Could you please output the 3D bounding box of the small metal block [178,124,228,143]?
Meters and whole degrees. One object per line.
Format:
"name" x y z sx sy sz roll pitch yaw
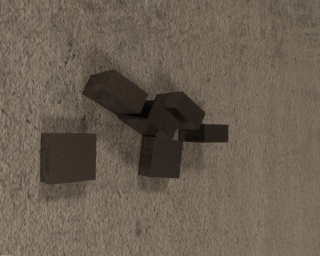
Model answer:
"small metal block" 0.062 0.007 0.443 0.050 0.050 0.025 1 90 -40

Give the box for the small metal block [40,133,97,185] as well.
"small metal block" -0.096 0.030 0.326 0.050 0.025 0.050 1 89 -40

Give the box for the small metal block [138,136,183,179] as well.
"small metal block" 0.001 0.039 0.408 0.050 0.025 0.050 11 83 -40

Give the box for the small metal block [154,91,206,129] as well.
"small metal block" 0.023 -0.022 0.410 0.050 0.050 0.025 39 66 -34

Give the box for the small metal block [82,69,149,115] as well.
"small metal block" -0.051 -0.038 0.348 0.050 0.050 0.025 33 70 -35

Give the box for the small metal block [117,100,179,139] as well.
"small metal block" -0.014 -0.010 0.374 0.050 0.050 0.025 38 66 -43
